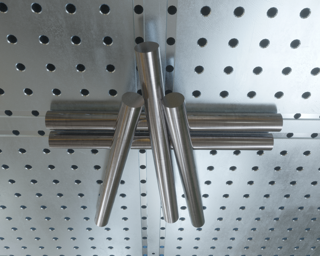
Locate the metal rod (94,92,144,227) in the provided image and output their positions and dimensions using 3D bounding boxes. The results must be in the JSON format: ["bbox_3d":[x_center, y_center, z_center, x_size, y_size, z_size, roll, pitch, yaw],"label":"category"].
[{"bbox_3d":[-0.066,0.067,0.443,0.025,0.025,0.298,11,136,-10],"label":"metal rod"}]

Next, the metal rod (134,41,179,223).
[{"bbox_3d":[0.002,0.031,0.406,0.025,0.025,0.298,-5,130,4],"label":"metal rod"}]

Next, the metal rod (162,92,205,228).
[{"bbox_3d":[0.041,0.068,0.446,0.025,0.025,0.299,-8,137,6],"label":"metal rod"}]

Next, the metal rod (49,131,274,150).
[{"bbox_3d":[0.003,0.018,0.427,0.302,0.025,0.025,1,130,-1],"label":"metal rod"}]

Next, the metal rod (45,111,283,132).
[{"bbox_3d":[0.006,-0.009,0.405,0.302,0.025,0.025,1,130,-1],"label":"metal rod"}]
